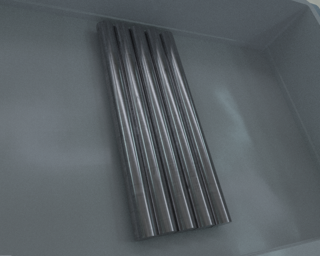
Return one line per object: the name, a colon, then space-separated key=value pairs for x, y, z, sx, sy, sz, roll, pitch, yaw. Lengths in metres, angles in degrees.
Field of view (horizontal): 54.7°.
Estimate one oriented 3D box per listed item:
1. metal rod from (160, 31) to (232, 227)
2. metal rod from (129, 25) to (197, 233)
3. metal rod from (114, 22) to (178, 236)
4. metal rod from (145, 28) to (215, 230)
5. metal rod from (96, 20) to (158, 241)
metal rod: x=0.042 y=-0.015 z=0.436 sx=0.025 sy=0.025 sz=0.299 roll=0 pitch=62 yaw=-28
metal rod: x=-0.004 y=-0.016 z=0.412 sx=0.025 sy=0.025 sz=0.299 roll=0 pitch=62 yaw=-28
metal rod: x=-0.026 y=-0.017 z=0.400 sx=0.025 sy=0.025 sz=0.299 roll=0 pitch=62 yaw=-28
metal rod: x=0.019 y=-0.016 z=0.424 sx=0.025 sy=0.025 sz=0.299 roll=0 pitch=62 yaw=-28
metal rod: x=-0.047 y=-0.016 z=0.388 sx=0.025 sy=0.025 sz=0.299 roll=0 pitch=62 yaw=-28
